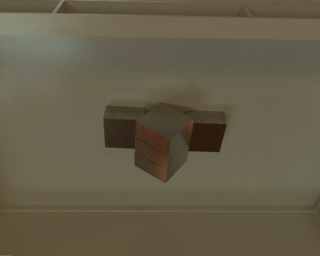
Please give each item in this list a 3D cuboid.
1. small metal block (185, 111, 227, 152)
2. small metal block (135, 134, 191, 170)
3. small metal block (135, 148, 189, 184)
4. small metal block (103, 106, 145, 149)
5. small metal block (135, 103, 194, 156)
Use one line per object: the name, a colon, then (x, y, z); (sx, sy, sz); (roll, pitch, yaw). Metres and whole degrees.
small metal block: (0.057, 0.005, 0.413); (0.050, 0.025, 0.050); (2, 130, -3)
small metal block: (0.004, 0.019, 0.394); (0.050, 0.050, 0.025); (27, 135, 25)
small metal block: (0.002, 0.038, 0.410); (0.050, 0.050, 0.025); (27, 135, 25)
small metal block: (-0.046, 0.000, 0.407); (0.050, 0.025, 0.050); (3, 130, -3)
small metal block: (0.006, 0.000, 0.377); (0.050, 0.050, 0.025); (27, 134, 25)
